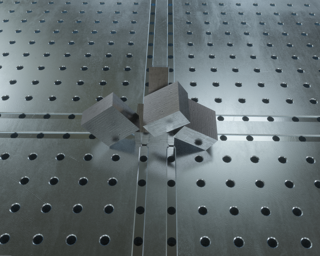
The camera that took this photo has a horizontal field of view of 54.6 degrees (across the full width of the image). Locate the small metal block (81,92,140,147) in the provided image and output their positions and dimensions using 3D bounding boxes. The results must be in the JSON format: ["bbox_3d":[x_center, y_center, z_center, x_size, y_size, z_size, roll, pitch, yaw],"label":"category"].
[{"bbox_3d":[-0.061,-0.009,0.386,0.050,0.050,0.025,-30,41,21],"label":"small metal block"}]

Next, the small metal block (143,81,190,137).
[{"bbox_3d":[0.007,-0.023,0.380,0.050,0.025,0.050,-23,45,24],"label":"small metal block"}]

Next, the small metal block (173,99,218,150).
[{"bbox_3d":[0.045,-0.006,0.399,0.050,0.025,0.050,23,46,-21],"label":"small metal block"}]

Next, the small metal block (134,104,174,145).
[{"bbox_3d":[-0.006,-0.005,0.413,0.050,0.025,0.050,2,50,2],"label":"small metal block"}]

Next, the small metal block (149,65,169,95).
[{"bbox_3d":[-0.001,-0.061,0.429,0.025,0.050,0.050,2,14,2],"label":"small metal block"}]
